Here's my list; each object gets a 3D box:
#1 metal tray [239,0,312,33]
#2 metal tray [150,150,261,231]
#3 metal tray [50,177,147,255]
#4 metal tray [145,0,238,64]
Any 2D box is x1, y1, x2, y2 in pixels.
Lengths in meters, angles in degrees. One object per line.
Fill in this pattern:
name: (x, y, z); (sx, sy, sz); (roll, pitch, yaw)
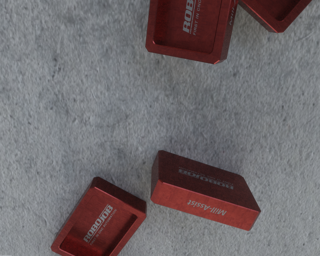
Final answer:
metal tray: (0.143, -0.184, 0.341); (0.090, 0.030, 0.130); (37, 106, -13)
metal tray: (0.055, 0.078, 0.404); (0.131, 0.090, 0.030); (18, 109, -7)
metal tray: (-0.090, 0.146, 0.459); (0.090, 0.030, 0.129); (31, 107, -11)
metal tray: (0.037, -0.142, 0.335); (0.090, 0.030, 0.129); (16, 112, 22)
